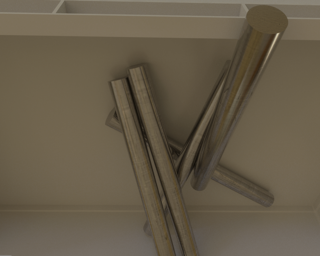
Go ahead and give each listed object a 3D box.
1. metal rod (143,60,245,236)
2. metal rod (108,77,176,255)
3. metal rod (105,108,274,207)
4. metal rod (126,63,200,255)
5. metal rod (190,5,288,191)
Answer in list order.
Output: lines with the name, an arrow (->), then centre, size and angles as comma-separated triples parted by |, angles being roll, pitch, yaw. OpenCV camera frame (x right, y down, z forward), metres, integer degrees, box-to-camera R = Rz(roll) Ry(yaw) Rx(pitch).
metal rod -> 0.034, 0.047, 0.416 | 0.025, 0.025, 0.298 | 15, 124, -13
metal rod -> -0.014, 0.082, 0.402 | 0.025, 0.025, 0.298 | -12, 106, 9
metal rod -> 0.058, 0.052, 0.454 | 0.301, 0.025, 0.025 | 29, 124, -23
metal rod -> 0.011, 0.064, 0.404 | 0.025, 0.025, 0.298 | -12, 111, 9
metal rod -> 0.060, 0.007, 0.317 | 0.025, 0.025, 0.299 | 1, 151, -1
